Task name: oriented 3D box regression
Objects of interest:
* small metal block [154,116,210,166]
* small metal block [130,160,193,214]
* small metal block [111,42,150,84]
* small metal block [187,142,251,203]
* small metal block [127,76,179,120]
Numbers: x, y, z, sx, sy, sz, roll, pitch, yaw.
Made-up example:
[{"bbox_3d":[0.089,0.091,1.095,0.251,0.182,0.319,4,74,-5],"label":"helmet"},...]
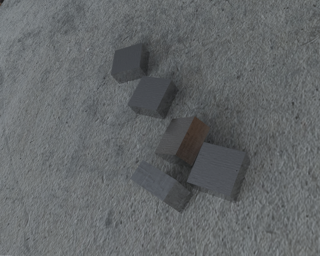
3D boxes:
[{"bbox_3d":[0.026,0.015,0.367,0.050,0.025,0.050,-4,54,61],"label":"small metal block"},{"bbox_3d":[0.003,0.066,0.346,0.050,0.050,0.025,26,76,37],"label":"small metal block"},{"bbox_3d":[-0.046,-0.103,0.491,0.050,0.025,0.050,-10,57,22],"label":"small metal block"},{"bbox_3d":[0.065,0.048,0.340,0.050,0.025,0.050,13,68,33],"label":"small metal block"},{"bbox_3d":[-0.010,-0.043,0.436,0.050,0.025,0.050,14,69,33],"label":"small metal block"}]
